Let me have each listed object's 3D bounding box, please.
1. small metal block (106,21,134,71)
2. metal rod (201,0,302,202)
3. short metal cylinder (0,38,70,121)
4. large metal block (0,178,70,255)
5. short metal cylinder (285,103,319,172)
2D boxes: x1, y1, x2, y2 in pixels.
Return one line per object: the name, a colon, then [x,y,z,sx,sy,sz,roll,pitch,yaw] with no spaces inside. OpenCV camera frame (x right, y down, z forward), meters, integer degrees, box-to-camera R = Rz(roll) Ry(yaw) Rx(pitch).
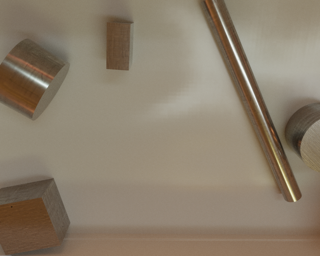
small metal block: [-0.046,-0.097,0.362,0.025,0.050,0.050,4,110,-2]
metal rod: [0.126,-0.025,0.403,0.025,0.025,0.299,-26,109,9]
short metal cylinder: [-0.149,-0.055,0.360,0.050,0.080,0.080,31,107,-11]
large metal block: [-0.185,0.126,0.442,0.080,0.050,0.079,-11,110,3]
short metal cylinder: [0.214,0.012,0.406,0.081,0.050,0.079,0,110,-1]
